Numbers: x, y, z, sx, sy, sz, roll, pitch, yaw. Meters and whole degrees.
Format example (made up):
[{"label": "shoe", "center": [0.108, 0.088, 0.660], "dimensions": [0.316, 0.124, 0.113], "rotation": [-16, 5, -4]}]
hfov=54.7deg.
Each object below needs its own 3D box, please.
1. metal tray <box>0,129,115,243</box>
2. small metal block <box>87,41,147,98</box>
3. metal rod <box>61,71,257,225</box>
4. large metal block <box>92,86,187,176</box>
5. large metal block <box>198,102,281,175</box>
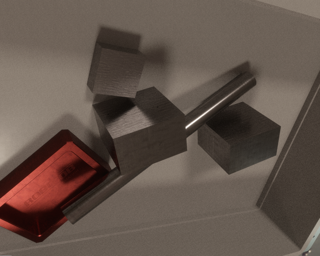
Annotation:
[{"label": "metal tray", "center": [-0.133, 0.074, 0.379], "dimensions": [0.130, 0.030, 0.090], "rotation": [-40, 130, -1]}, {"label": "small metal block", "center": [-0.049, -0.064, 0.344], "dimensions": [0.050, 0.025, 0.050], "rotation": [4, 117, -31]}, {"label": "metal rod", "center": [0.009, 0.017, 0.400], "dimensions": [0.301, 0.025, 0.025], "rotation": [-36, 130, -15]}, {"label": "large metal block", "center": [-0.024, -0.001, 0.361], "dimensions": [0.081, 0.080, 0.050], "rotation": [-19, 126, -18]}, {"label": "large metal block", "center": [0.109, 0.011, 0.442], "dimensions": [0.081, 0.080, 0.050], "rotation": [-18, 126, -18]}]
